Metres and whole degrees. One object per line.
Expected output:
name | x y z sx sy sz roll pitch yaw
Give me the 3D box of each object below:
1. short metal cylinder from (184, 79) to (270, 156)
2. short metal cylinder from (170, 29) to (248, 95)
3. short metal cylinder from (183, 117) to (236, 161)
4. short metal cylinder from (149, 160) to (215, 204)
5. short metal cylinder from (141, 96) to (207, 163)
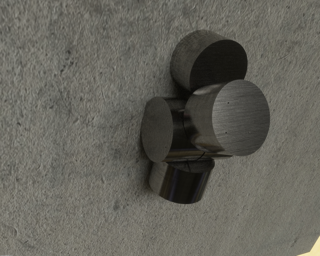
short metal cylinder | 0.074 -0.010 0.342 0.081 0.050 0.079 0 90 -29
short metal cylinder | 0.059 -0.075 0.381 0.081 0.050 0.079 -14 125 -21
short metal cylinder | 0.063 0.003 0.410 0.050 0.080 0.079 1 118 -28
short metal cylinder | 0.029 0.059 0.427 0.081 0.080 0.050 0 118 -29
short metal cylinder | 0.017 0.002 0.385 0.050 0.080 0.079 1 118 -29
